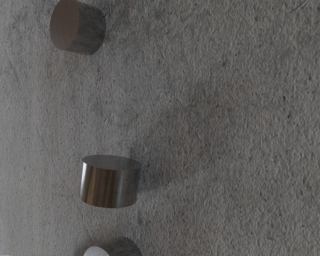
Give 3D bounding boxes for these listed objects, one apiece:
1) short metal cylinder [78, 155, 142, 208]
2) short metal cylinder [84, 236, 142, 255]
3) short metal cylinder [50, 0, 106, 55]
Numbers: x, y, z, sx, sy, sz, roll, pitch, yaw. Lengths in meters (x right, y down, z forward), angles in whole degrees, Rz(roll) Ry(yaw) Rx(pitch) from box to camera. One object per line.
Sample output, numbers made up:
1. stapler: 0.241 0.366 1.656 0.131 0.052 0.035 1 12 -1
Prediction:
1. short metal cylinder: -0.069 0.071 0.426 0.080 0.081 0.050 13 99 39
2. short metal cylinder: -0.067 0.203 0.444 0.080 0.050 0.080 0 90 40
3. short metal cylinder: -0.133 -0.162 0.499 0.080 0.050 0.080 0 90 40
